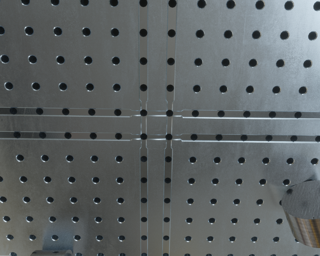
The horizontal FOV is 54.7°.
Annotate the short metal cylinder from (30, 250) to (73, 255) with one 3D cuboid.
[{"bbox_3d":[-0.165,0.226,0.466,0.050,0.080,0.079,-1,110,0],"label":"short metal cylinder"}]

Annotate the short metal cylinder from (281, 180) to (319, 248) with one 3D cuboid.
[{"bbox_3d":[0.217,0.117,0.429,0.080,0.080,0.050,-22,109,8],"label":"short metal cylinder"}]
